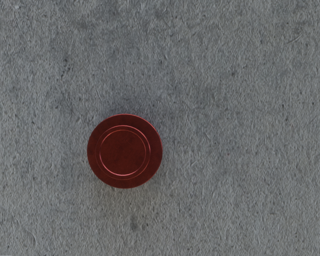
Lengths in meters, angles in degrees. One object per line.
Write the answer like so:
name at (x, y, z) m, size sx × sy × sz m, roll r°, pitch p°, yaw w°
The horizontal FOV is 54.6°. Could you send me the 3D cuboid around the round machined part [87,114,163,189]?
round machined part at (-0.046, 0.030, 0.401) m, size 0.099 × 0.042 × 0.097 m, roll 0°, pitch 90°, yaw 0°
